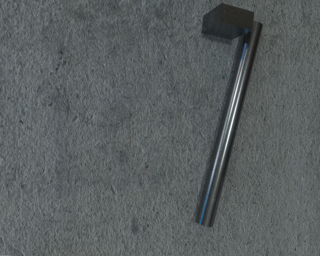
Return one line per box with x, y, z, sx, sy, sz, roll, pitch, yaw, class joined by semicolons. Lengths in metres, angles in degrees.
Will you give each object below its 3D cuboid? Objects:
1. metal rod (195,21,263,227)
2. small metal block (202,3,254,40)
0.101;-0.010;0.446;0.025;0.025;0.299;17;84;-19;metal rod
0.093;-0.146;0.430;0.050;0.050;0.025;7;88;-20;small metal block
